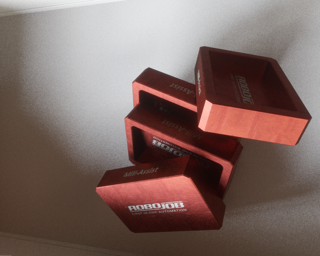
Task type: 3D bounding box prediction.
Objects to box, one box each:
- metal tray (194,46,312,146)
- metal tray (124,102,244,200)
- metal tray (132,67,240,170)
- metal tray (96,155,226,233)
[{"bbox_3d":[0.084,-0.039,0.314,0.091,0.130,0.030,9,125,-2],"label":"metal tray"},{"bbox_3d":[0.023,0.031,0.366,0.130,0.089,0.030,23,53,18],"label":"metal tray"},{"bbox_3d":[0.031,-0.009,0.367,0.130,0.089,0.030,24,53,18],"label":"metal tray"},{"bbox_3d":[0.000,0.084,0.367,0.130,0.030,0.090,-14,122,32],"label":"metal tray"}]
